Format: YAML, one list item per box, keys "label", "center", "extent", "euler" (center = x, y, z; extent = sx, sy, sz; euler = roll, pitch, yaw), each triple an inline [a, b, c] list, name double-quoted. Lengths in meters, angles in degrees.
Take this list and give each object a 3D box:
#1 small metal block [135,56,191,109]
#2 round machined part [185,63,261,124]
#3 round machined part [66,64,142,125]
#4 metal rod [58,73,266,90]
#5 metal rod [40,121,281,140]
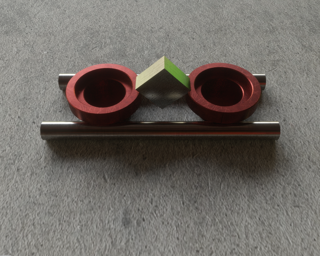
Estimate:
- label: "small metal block"
  center: [0.004, -0.058, 0.403]
  extent: [0.050, 0.050, 0.025]
  euler: [-31, 40, 31]
- label: "round machined part"
  center: [0.083, -0.042, 0.423]
  extent: [0.099, 0.042, 0.098]
  euler: [0, 50, 0]
- label: "round machined part"
  center: [-0.074, -0.040, 0.421]
  extent: [0.099, 0.042, 0.098]
  euler: [0, 50, 0]
- label: "metal rod"
  center: [0.004, -0.069, 0.462]
  extent: [0.302, 0.025, 0.025]
  euler: [0, 50, 0]
- label: "metal rod"
  center: [0.001, 0.003, 0.401]
  extent: [0.302, 0.025, 0.025]
  euler: [0, 50, 0]
